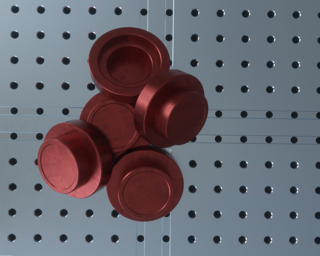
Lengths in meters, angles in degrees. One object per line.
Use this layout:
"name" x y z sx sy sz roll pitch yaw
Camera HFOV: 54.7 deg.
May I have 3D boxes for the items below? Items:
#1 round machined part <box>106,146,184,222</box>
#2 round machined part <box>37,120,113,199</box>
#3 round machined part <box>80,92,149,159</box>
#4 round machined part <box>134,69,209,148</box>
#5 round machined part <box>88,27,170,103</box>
"round machined part" -0.018 0.075 0.392 0.099 0.042 0.097 -1 102 -6
"round machined part" -0.110 0.041 0.380 0.098 0.042 0.097 8 106 28
"round machined part" -0.057 -0.003 0.403 0.099 0.042 0.097 0 90 -1
"round machined part" 0.020 -0.018 0.376 0.042 0.098 0.098 34 90 41
"round machined part" -0.038 -0.075 0.393 0.099 0.042 0.098 2 69 -5
